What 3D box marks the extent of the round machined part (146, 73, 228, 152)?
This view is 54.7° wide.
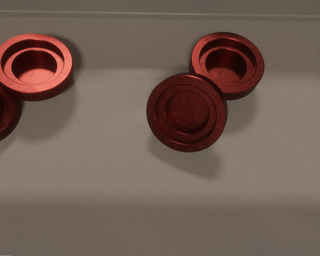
[{"bbox_3d":[0.036,-0.022,0.391,0.098,0.042,0.097,6,110,16],"label":"round machined part"}]

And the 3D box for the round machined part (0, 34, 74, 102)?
[{"bbox_3d":[-0.168,-0.077,0.420,0.099,0.042,0.098,5,62,-9],"label":"round machined part"}]

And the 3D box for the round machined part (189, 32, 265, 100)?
[{"bbox_3d":[0.089,-0.081,0.429,0.099,0.042,0.098,1,67,-3],"label":"round machined part"}]

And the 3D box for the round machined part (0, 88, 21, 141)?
[{"bbox_3d":[-0.239,-0.027,0.404,0.099,0.042,0.098,2,69,-4],"label":"round machined part"}]
